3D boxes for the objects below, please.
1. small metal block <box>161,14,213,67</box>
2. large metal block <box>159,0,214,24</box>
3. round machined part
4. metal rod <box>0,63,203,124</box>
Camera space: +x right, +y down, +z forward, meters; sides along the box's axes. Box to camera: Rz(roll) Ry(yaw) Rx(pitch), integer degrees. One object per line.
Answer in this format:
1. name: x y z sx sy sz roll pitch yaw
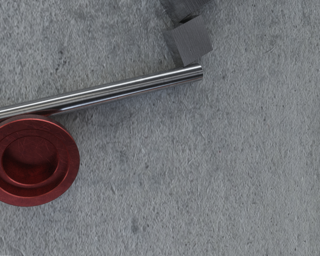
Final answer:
1. small metal block: 0.037 -0.117 0.416 0.050 0.025 0.050 -33 116 -17
2. large metal block: 0.038 -0.197 0.409 0.080 0.050 0.080 -37 102 -16
3. round machined part: -0.141 0.032 0.340 0.099 0.042 0.097 -6 107 -21
4. metal rod: -0.084 -0.038 0.377 0.302 0.025 0.025 -16 96 -19
